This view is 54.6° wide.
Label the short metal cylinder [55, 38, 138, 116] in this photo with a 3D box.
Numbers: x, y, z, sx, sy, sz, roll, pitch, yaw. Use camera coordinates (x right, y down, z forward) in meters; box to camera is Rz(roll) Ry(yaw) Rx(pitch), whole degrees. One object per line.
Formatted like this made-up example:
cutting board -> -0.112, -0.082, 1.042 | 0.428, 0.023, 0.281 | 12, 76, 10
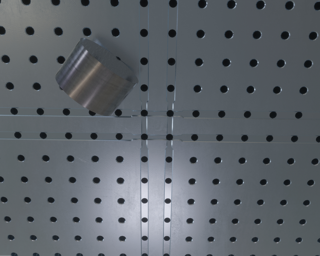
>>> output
short metal cylinder -> -0.072, -0.059, 0.362 | 0.080, 0.080, 0.050 | 37, 106, -13
